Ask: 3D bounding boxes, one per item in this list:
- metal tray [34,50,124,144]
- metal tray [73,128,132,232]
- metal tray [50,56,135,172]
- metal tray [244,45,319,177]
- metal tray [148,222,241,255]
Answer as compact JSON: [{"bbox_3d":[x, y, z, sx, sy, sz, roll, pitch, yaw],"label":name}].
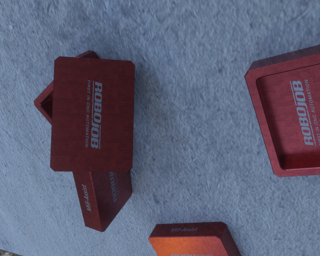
[{"bbox_3d":[-0.112,-0.036,0.437,0.130,0.030,0.090,-31,102,37],"label":"metal tray"},{"bbox_3d":[-0.080,0.073,0.449,0.030,0.090,0.129,11,123,22],"label":"metal tray"},{"bbox_3d":[-0.077,-0.015,0.365,0.091,0.030,0.129,2,86,-9],"label":"metal tray"},{"bbox_3d":[0.150,-0.013,0.316,0.090,0.030,0.129,-10,114,32],"label":"metal tray"},{"bbox_3d":[0.056,0.196,0.494,0.130,0.030,0.090,-14,111,33],"label":"metal tray"}]
